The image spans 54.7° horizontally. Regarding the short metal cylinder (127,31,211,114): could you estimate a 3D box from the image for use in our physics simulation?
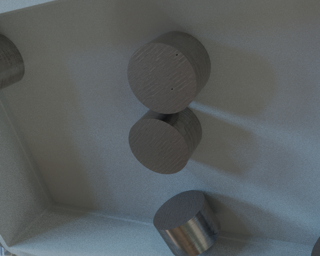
[{"bbox_3d":[0.011,-0.063,0.348,0.080,0.050,0.079,13,124,21],"label":"short metal cylinder"}]

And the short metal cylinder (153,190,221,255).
[{"bbox_3d":[0.038,0.133,0.435,0.080,0.080,0.050,-20,108,35],"label":"short metal cylinder"}]

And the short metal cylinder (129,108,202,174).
[{"bbox_3d":[0.007,0.012,0.396,0.080,0.050,0.079,13,124,21],"label":"short metal cylinder"}]

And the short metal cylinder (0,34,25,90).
[{"bbox_3d":[-0.255,-0.097,0.467,0.080,0.050,0.079,13,124,21],"label":"short metal cylinder"}]

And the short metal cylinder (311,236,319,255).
[{"bbox_3d":[0.217,0.140,0.342,0.050,0.080,0.079,42,130,12],"label":"short metal cylinder"}]
